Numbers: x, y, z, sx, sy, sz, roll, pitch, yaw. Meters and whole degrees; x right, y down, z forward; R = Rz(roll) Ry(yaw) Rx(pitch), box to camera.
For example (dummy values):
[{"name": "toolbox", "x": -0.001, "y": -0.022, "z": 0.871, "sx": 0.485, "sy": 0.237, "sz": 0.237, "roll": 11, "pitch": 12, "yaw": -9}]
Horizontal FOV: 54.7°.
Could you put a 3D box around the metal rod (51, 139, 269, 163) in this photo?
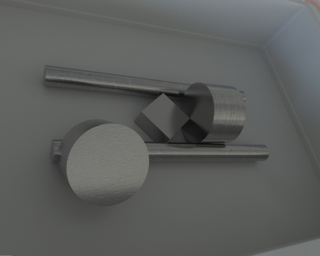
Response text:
[{"name": "metal rod", "x": 0.020, "y": 0.031, "z": 0.397, "sx": 0.303, "sy": 0.025, "sz": 0.025, "roll": 3, "pitch": 61, "yaw": -27}]

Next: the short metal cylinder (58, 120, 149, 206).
[{"name": "short metal cylinder", "x": -0.058, "y": 0.033, "z": 0.315, "sx": 0.081, "sy": 0.050, "sz": 0.079, "roll": -3, "pitch": 97, "yaw": -27}]

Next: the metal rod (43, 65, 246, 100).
[{"name": "metal rod", "x": -0.003, "y": -0.055, "z": 0.437, "sx": 0.303, "sy": 0.025, "sz": 0.025, "roll": 3, "pitch": 61, "yaw": -27}]

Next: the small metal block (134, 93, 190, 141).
[{"name": "small metal block", "x": 0.003, "y": -0.011, "z": 0.413, "sx": 0.050, "sy": 0.025, "sz": 0.050, "roll": 44, "pitch": 51, "yaw": 2}]

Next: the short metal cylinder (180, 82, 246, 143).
[{"name": "short metal cylinder", "x": 0.069, "y": -0.019, "z": 0.420, "sx": 0.050, "sy": 0.080, "sz": 0.080, "roll": 2, "pitch": 61, "yaw": -28}]
